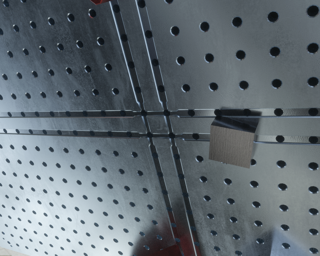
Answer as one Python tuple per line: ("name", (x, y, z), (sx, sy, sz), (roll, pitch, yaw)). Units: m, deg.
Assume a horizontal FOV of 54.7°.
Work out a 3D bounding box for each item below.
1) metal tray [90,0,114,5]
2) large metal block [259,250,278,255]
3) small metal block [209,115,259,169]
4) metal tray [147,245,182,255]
("metal tray", (-0.091, -0.208, 0.327), (0.130, 0.030, 0.089), (38, 129, 2))
("large metal block", (0.163, 0.239, 0.457), (0.080, 0.050, 0.080), (40, 129, 1))
("small metal block", (0.088, 0.017, 0.375), (0.050, 0.025, 0.050), (12, 123, 22))
("metal tray", (0.011, 0.276, 0.542), (0.090, 0.030, 0.129), (-21, 112, -3))
